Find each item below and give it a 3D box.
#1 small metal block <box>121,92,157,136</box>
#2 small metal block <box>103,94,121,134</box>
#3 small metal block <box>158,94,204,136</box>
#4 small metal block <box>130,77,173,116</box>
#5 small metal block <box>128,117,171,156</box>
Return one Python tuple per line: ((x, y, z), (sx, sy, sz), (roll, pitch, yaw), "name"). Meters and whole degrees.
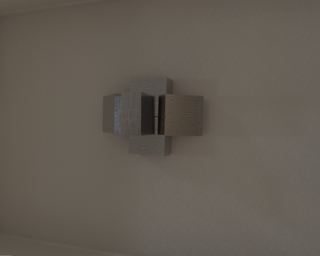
((-0.025, -0.016, 0.377), (0.025, 0.050, 0.050), (1, 90, 19), "small metal block")
((-0.057, -0.018, 0.414), (0.050, 0.025, 0.050), (2, 91, 63), "small metal block")
((0.025, -0.016, 0.387), (0.050, 0.025, 0.050), (1, 91, -20), "small metal block")
((-0.012, -0.040, 0.412), (0.050, 0.025, 0.050), (3, 91, 19), "small metal block")
((-0.013, 0.010, 0.413), (0.050, 0.025, 0.050), (3, 91, 20), "small metal block")
